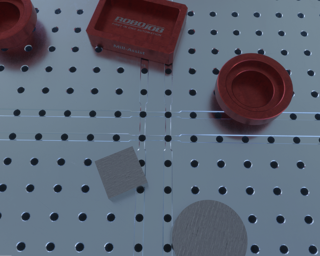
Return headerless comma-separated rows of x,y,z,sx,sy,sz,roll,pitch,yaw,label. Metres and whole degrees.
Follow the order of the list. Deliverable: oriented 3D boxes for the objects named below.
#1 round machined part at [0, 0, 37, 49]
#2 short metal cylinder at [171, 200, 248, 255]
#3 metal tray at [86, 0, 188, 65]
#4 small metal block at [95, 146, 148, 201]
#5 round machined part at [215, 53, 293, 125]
-0.231,-0.157,0.457,0.099,0.042,0.098,0,70,-1,round machined part
0.053,0.126,0.353,0.081,0.050,0.080,0,70,0,short metal cylinder
-0.033,-0.154,0.465,0.131,0.030,0.090,15,71,5,metal tray
-0.048,0.058,0.390,0.050,0.025,0.050,-22,72,-8,small metal block
0.124,-0.049,0.422,0.099,0.042,0.098,0,70,-1,round machined part
